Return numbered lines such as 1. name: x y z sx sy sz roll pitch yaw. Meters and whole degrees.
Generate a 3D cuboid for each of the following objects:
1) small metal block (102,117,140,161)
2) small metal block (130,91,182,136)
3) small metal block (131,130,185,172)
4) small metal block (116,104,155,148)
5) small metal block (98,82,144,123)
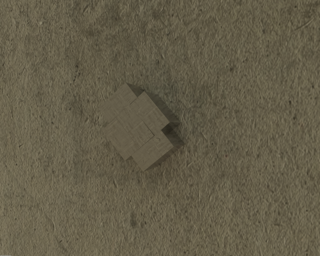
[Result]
1. small metal block: -0.041 0.014 0.410 0.025 0.050 0.050 -42 77 15
2. small metal block: -0.004 -0.018 0.397 0.025 0.050 0.050 -42 77 15
3. small metal block: -0.001 0.028 0.396 0.050 0.050 0.025 -41 78 15
4. small metal block: -0.023 -0.002 0.403 0.025 0.050 0.050 -42 77 15
5. small metal block: -0.045 -0.031 0.411 0.050 0.050 0.025 -41 78 15
